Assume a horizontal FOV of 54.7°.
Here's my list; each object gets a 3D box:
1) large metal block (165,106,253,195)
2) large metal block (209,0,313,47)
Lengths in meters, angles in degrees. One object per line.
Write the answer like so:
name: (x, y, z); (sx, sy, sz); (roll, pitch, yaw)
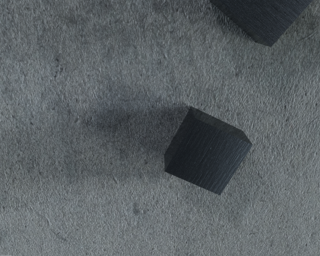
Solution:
large metal block: (0.060, 0.029, 0.408); (0.080, 0.050, 0.080); (25, 108, -9)
large metal block: (0.115, -0.149, 0.342); (0.080, 0.050, 0.080); (37, 106, -13)
